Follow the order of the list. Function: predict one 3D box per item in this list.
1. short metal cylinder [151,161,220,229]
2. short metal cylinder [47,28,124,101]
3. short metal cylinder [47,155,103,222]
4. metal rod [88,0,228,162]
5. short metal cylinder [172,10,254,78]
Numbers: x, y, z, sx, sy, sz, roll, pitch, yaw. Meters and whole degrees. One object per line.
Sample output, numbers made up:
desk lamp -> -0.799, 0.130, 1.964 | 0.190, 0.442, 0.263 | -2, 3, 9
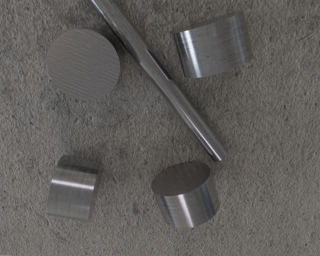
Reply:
short metal cylinder -> 0.034, 0.087, 0.413 | 0.080, 0.080, 0.050 | -17, 109, 6
short metal cylinder -> -0.085, -0.077, 0.367 | 0.081, 0.050, 0.079 | 0, 110, 0
short metal cylinder -> -0.109, 0.079, 0.408 | 0.050, 0.080, 0.079 | 11, 110, -4
metal rod -> -0.008, -0.074, 0.382 | 0.025, 0.025, 0.300 | -36, 107, 12
short metal cylinder -> 0.059, -0.094, 0.346 | 0.080, 0.080, 0.050 | -17, 109, 6
